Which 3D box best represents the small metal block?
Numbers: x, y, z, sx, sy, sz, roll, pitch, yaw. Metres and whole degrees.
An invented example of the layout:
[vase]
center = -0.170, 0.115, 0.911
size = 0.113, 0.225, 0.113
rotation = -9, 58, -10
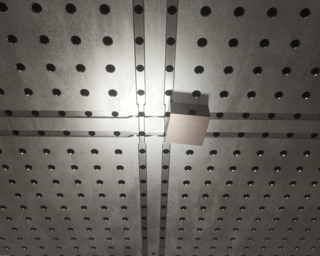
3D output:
[small metal block]
center = 0.035, -0.005, 0.408
size = 0.050, 0.025, 0.050
rotation = 5, 130, -5
